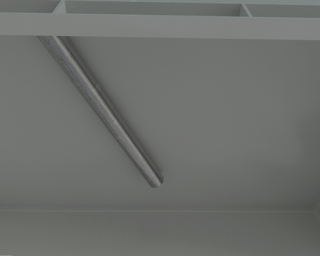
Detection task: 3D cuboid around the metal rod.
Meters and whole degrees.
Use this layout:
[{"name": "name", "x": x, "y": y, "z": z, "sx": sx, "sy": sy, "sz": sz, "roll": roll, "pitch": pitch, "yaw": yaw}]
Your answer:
[{"name": "metal rod", "x": -0.068, "y": -0.021, "z": 0.390, "sx": 0.025, "sy": 0.025, "sz": 0.299, "roll": -20, "pitch": 128, "yaw": 15}]
